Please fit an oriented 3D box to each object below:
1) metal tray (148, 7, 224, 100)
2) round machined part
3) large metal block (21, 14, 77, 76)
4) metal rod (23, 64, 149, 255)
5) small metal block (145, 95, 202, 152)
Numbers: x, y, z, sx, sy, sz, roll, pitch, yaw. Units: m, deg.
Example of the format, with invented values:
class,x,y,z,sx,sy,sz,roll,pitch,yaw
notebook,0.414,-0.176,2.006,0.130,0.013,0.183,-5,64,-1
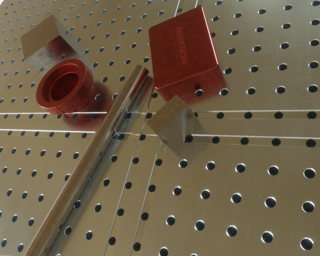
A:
class,x,y,z,sx,sy,sz,roll,pitch,yaw
metal tray,0.034,-0.112,0.455,0.090,0.030,0.130,-18,55,17
round machined part,-0.152,-0.063,0.513,0.098,0.042,0.098,-13,56,20
large metal block,-0.217,-0.161,0.602,0.080,0.050,0.080,-33,52,6
metal rod,-0.094,0.037,0.432,0.025,0.025,0.300,16,70,34
small metal block,0.018,-0.005,0.385,0.050,0.050,0.025,-43,51,-1
